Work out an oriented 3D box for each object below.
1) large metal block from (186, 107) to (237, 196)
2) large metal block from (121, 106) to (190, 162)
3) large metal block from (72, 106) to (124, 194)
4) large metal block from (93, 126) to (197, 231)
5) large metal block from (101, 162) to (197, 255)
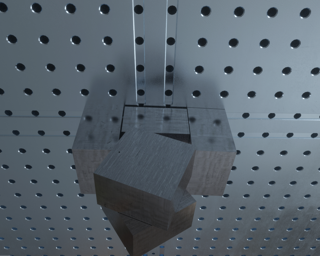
[{"bbox_3d":[0.058,0.030,0.402,0.050,0.080,0.079,3,130,-3],"label":"large metal block"},{"bbox_3d":[-0.007,0.020,0.409,0.081,0.050,0.079,2,130,-2],"label":"large metal block"},{"bbox_3d":[-0.074,0.028,0.399,0.050,0.080,0.079,1,130,-2],"label":"large metal block"},{"bbox_3d":[-0.014,0.051,0.335,0.080,0.080,0.050,17,131,15],"label":"large metal block"},{"bbox_3d":[-0.016,0.091,0.365,0.081,0.080,0.050,-21,136,-27],"label":"large metal block"}]
